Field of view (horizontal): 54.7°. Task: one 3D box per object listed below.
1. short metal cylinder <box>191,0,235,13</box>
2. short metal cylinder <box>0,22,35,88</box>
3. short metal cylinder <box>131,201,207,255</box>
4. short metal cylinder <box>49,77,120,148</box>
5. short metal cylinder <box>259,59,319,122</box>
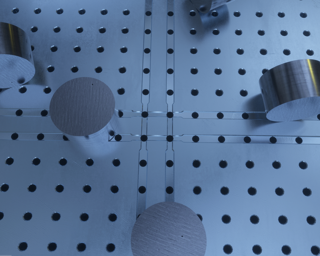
[{"bbox_3d":[0.077,-0.221,0.464,0.050,0.080,0.080,-27,73,-9],"label":"short metal cylinder"},{"bbox_3d":[-0.215,-0.095,0.416,0.081,0.080,0.050,-16,71,-6],"label":"short metal cylinder"},{"bbox_3d":[0.009,0.127,0.352,0.081,0.050,0.080,0,70,0],"label":"short metal cylinder"},{"bbox_3d":[-0.096,-0.019,0.405,0.081,0.050,0.080,0,70,0],"label":"short metal cylinder"},{"bbox_3d":[0.174,-0.046,0.400,0.081,0.080,0.050,-5,70,-2],"label":"short metal cylinder"}]
